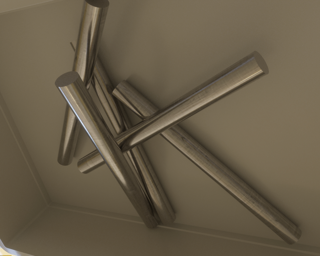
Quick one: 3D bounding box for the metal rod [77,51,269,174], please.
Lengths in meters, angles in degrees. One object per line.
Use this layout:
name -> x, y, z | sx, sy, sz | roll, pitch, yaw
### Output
metal rod -> -0.010, -0.002, 0.377 | 0.299, 0.025, 0.025 | -30, 102, 37

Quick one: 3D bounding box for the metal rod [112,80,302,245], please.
metal rod -> 0.060, 0.044, 0.403 | 0.300, 0.025, 0.025 | 40, 129, 0

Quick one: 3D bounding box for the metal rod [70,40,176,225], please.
metal rod -> -0.044, 0.016, 0.440 | 0.025, 0.025, 0.299 | -12, 113, 33

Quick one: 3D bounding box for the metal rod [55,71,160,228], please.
metal rod -> -0.053, 0.053, 0.408 | 0.025, 0.025, 0.299 | 5, 139, 25

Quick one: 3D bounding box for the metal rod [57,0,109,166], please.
metal rod -> -0.112, -0.037, 0.416 | 0.025, 0.025, 0.298 | 34, 137, 5
